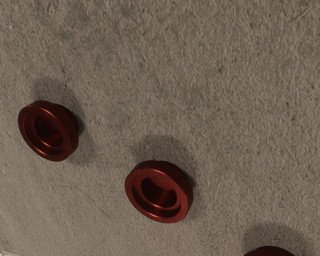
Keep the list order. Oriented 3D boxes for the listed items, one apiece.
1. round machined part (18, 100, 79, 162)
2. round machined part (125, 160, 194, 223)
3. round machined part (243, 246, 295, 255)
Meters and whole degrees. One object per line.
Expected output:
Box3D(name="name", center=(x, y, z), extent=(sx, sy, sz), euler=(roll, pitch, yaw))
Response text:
Box3D(name="round machined part", center=(-0.167, 0.001, 0.482), extent=(0.098, 0.042, 0.097), euler=(13, 124, 20))
Box3D(name="round machined part", center=(0.002, 0.086, 0.447), extent=(0.098, 0.042, 0.097), euler=(13, 124, 20))
Box3D(name="round machined part", center=(0.162, 0.207, 0.438), extent=(0.098, 0.042, 0.097), euler=(13, 124, 20))
